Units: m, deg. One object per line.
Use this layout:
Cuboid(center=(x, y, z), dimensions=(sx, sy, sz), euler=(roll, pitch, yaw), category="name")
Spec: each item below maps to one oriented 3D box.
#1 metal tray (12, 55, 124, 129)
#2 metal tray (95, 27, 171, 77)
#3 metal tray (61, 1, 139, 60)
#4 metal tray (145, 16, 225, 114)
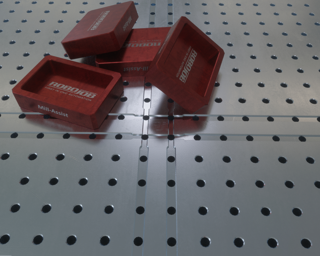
Cuboid(center=(-0.130, -0.055, 0.450), dimensions=(0.130, 0.030, 0.090), euler=(16, 52, 13), category="metal tray")
Cuboid(center=(-0.037, -0.126, 0.511), dimensions=(0.131, 0.030, 0.090), euler=(-4, 50, -4), category="metal tray")
Cuboid(center=(-0.095, -0.165, 0.514), dimensions=(0.090, 0.030, 0.130), euler=(-6, 40, 18), category="metal tray")
Cuboid(center=(0.041, -0.095, 0.454), dimensions=(0.090, 0.030, 0.130), euler=(36, 51, -16), category="metal tray")
